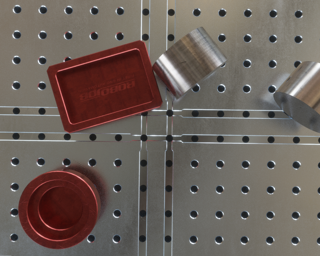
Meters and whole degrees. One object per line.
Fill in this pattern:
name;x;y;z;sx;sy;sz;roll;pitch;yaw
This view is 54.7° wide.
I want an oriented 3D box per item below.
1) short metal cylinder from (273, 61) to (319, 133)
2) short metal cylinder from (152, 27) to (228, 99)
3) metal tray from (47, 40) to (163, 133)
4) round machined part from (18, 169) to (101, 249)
short metal cylinder;0.192;-0.037;0.387;0.080;0.080;0.050;41;90;0
short metal cylinder;0.037;-0.079;0.386;0.080;0.080;0.050;-38;90;0
metal tray;-0.071;-0.053;0.410;0.131;0.030;0.090;-16;90;0
round machined part;-0.126;0.102;0.404;0.099;0.042;0.097;0;90;0
